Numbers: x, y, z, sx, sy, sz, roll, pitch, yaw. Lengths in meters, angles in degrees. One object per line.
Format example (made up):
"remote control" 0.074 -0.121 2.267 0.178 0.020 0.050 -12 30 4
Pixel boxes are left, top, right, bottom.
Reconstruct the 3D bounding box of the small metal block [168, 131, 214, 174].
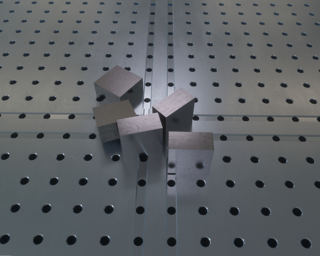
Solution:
"small metal block" 0.035 0.030 0.367 0.050 0.050 0.025 1 50 1

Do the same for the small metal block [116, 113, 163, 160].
"small metal block" -0.024 0.011 0.382 0.050 0.050 0.025 -11 51 -9

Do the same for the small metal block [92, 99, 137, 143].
"small metal block" -0.058 -0.010 0.408 0.050 0.025 0.050 -15 35 -12

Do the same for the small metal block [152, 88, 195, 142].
"small metal block" 0.018 -0.017 0.406 0.050 0.050 0.025 -35 58 -26

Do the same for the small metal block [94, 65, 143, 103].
"small metal block" -0.060 -0.061 0.459 0.050 0.025 0.050 30 56 22
